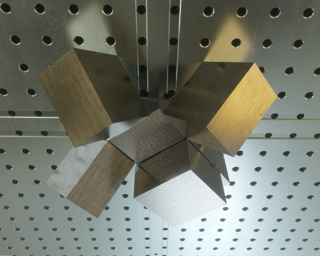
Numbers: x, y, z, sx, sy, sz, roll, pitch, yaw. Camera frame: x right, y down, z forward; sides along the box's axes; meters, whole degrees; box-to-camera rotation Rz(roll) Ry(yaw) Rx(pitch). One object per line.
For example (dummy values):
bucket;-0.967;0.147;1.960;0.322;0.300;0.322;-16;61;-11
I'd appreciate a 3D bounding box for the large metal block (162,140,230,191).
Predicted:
large metal block;0.041;0.055;0.441;0.080;0.050;0.080;-30;123;22

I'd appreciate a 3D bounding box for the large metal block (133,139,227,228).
large metal block;0.025;0.072;0.389;0.080;0.050;0.080;-31;125;22

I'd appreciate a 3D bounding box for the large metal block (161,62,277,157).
large metal block;0.062;-0.024;0.335;0.050;0.080;0.080;45;77;-30

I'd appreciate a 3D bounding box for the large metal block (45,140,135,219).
large metal block;-0.092;0.060;0.405;0.050;0.080;0.080;45;159;-30

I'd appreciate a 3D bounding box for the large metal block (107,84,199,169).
large metal block;-0.008;0.005;0.399;0.080;0.050;0.080;-31;124;23

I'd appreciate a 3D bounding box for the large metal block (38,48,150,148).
large metal block;-0.065;-0.032;0.327;0.050;0.080;0.080;-31;85;23
